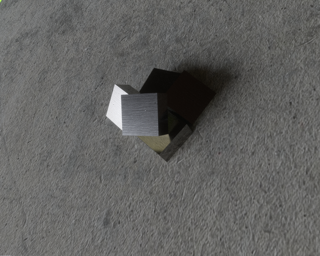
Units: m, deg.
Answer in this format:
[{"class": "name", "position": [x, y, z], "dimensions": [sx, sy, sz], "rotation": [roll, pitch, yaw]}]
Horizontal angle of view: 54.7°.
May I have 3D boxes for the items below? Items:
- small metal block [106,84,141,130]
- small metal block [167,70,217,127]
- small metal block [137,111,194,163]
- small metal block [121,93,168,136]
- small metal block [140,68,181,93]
[{"class": "small metal block", "position": [-0.045, -0.027, 0.429], "dimensions": [0.050, 0.025, 0.050], "rotation": [38, 119, 37]}, {"class": "small metal block", "position": [0.035, -0.037, 0.394], "dimensions": [0.050, 0.025, 0.050], "rotation": [37, 81, 4]}, {"class": "small metal block", "position": [0.005, 0.008, 0.397], "dimensions": [0.050, 0.025, 0.050], "rotation": [-48, 52, -6]}, {"class": "small metal block", "position": [-0.019, -0.016, 0.377], "dimensions": [0.050, 0.025, 0.050], "rotation": [0, 94, 28]}, {"class": "small metal block", "position": [0.004, -0.053, 0.435], "dimensions": [0.050, 0.025, 0.050], "rotation": [19, 71, 35]}]
